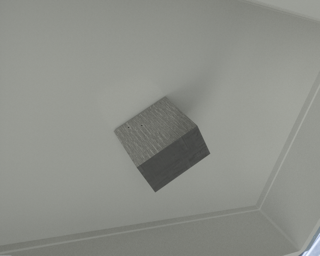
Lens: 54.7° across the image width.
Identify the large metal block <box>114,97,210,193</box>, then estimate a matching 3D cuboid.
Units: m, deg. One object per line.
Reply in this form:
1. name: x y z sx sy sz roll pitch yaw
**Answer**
1. large metal block: 0.001 0.017 0.382 0.080 0.080 0.050 -34 129 -6
